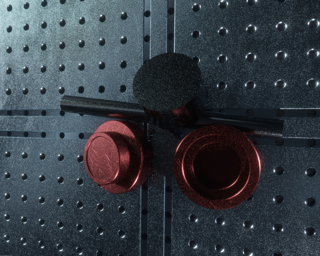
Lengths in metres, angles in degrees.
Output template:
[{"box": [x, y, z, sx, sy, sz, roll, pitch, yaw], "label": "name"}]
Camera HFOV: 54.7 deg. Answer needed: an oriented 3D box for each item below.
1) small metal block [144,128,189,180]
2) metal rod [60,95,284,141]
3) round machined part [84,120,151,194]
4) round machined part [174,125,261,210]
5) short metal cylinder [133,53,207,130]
[{"box": [0.011, 0.031, 0.405, 0.050, 0.025, 0.050, 38, 102, 16], "label": "small metal block"}, {"box": [0.001, -0.017, 0.408, 0.301, 0.025, 0.025, 8, 93, 19], "label": "metal rod"}, {"box": [-0.062, 0.038, 0.408, 0.098, 0.042, 0.097, 1, 91, 38], "label": "round machined part"}, {"box": [0.069, 0.044, 0.373, 0.098, 0.042, 0.097, 1, 93, 17], "label": "round machined part"}, {"box": [0.013, -0.044, 0.375, 0.080, 0.050, 0.080, -6, 63, 13], "label": "short metal cylinder"}]
